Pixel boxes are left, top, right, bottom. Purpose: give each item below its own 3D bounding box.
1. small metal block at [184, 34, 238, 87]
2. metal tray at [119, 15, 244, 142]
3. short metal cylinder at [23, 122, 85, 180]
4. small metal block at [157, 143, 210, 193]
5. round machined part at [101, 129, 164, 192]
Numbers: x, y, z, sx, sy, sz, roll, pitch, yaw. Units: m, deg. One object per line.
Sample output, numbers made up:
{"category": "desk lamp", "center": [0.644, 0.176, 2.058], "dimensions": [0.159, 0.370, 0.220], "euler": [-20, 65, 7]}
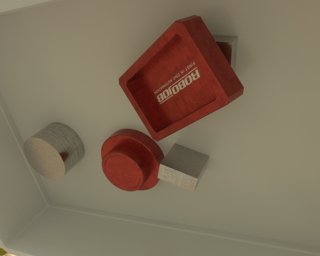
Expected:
{"category": "small metal block", "center": [0.054, -0.072, 0.334], "dimensions": [0.050, 0.025, 0.050], "euler": [10, 123, 22]}
{"category": "metal tray", "center": [0.015, -0.046, 0.337], "dimensions": [0.129, 0.030, 0.090], "euler": [-31, 91, 51]}
{"category": "short metal cylinder", "center": [-0.171, 0.037, 0.503], "dimensions": [0.080, 0.050, 0.079], "euler": [13, 124, 20]}
{"category": "small metal block", "center": [0.031, 0.051, 0.406], "dimensions": [0.050, 0.050, 0.025], "euler": [20, 126, 16]}
{"category": "round machined part", "center": [-0.045, 0.054, 0.453], "dimensions": [0.098, 0.042, 0.097], "euler": [13, 124, 20]}
